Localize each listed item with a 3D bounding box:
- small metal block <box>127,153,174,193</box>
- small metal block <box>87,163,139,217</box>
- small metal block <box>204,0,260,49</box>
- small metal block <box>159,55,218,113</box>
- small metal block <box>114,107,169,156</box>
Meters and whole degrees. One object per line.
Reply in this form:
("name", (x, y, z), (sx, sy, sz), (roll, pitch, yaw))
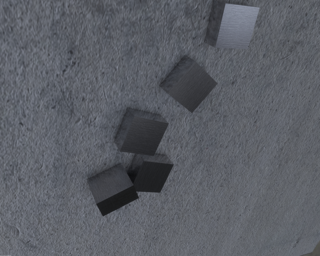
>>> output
("small metal block", (-0.016, 0.063, 0.437), (0.050, 0.025, 0.050), (11, 113, -33))
("small metal block", (-0.062, 0.079, 0.405), (0.050, 0.050, 0.025), (-25, 127, -13))
("small metal block", (0.087, -0.125, 0.377), (0.050, 0.025, 0.050), (-5, 121, -26))
("small metal block", (0.036, -0.055, 0.392), (0.050, 0.025, 0.050), (-50, 129, 7))
("small metal block", (-0.024, 0.006, 0.397), (0.050, 0.025, 0.050), (12, 113, -33))
